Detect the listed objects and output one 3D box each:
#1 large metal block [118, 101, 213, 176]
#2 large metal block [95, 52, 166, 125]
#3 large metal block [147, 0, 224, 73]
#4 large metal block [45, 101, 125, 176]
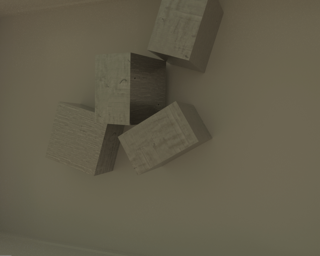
[{"bbox_3d":[0.010,0.012,0.378,0.080,0.080,0.050,-31,80,17],"label":"large metal block"},{"bbox_3d":[-0.035,-0.047,0.387,0.050,0.080,0.079,4,96,30],"label":"large metal block"},{"bbox_3d":[0.034,-0.117,0.369,0.050,0.080,0.080,19,96,19],"label":"large metal block"},{"bbox_3d":[-0.103,0.013,0.433,0.080,0.050,0.080,17,96,19],"label":"large metal block"}]
